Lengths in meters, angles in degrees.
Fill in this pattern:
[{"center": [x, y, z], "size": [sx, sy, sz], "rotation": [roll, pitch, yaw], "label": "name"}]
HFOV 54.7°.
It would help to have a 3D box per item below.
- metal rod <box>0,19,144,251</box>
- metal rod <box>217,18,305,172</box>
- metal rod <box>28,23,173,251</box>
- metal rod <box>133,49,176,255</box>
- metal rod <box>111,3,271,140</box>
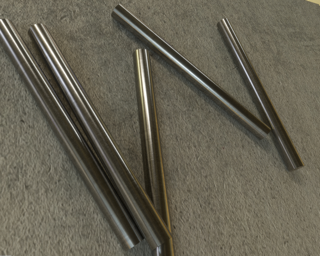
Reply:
[{"center": [-0.108, -0.002, 0.346], "size": [0.025, 0.025, 0.299], "rotation": [-26, 76, -37], "label": "metal rod"}, {"center": [0.166, -0.068, 0.533], "size": [0.025, 0.025, 0.299], "rotation": [-6, 64, -31], "label": "metal rod"}, {"center": [-0.077, -0.005, 0.350], "size": [0.025, 0.025, 0.299], "rotation": [-21, 68, -36], "label": "metal rod"}, {"center": [-0.010, 0.023, 0.383], "size": [0.025, 0.025, 0.299], "rotation": [7, 59, -25], "label": "metal rod"}, {"center": [0.049, -0.086, 0.482], "size": [0.300, 0.025, 0.025], "rotation": [39, 51, -2], "label": "metal rod"}]
